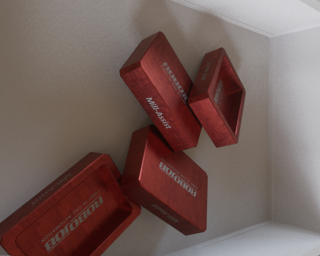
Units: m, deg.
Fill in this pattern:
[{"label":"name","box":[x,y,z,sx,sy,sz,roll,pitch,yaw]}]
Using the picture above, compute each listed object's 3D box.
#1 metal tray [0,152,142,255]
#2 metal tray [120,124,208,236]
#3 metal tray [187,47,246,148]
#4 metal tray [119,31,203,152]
[{"label":"metal tray","box":[-0.090,0.098,0.329,0.131,0.030,0.090,-41,115,-32]},{"label":"metal tray","box":[0.012,0.067,0.392,0.130,0.030,0.090,43,38,-32]},{"label":"metal tray","box":[0.087,-0.047,0.449,0.090,0.030,0.130,54,38,-27]},{"label":"metal tray","box":[0.011,-0.045,0.393,0.130,0.030,0.090,55,36,-26]}]
